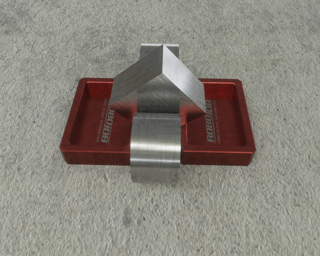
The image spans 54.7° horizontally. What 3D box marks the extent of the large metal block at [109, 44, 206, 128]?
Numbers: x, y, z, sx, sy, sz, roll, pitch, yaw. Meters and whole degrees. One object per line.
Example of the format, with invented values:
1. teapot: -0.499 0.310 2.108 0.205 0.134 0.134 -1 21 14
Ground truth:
1. large metal block: -0.002 -0.040 0.376 0.080 0.080 0.050 -27 43 31

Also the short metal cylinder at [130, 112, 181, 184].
1. short metal cylinder: -0.004 0.023 0.350 0.050 0.080 0.080 2 50 1

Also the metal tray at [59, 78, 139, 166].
1. metal tray: -0.071 -0.013 0.412 0.091 0.030 0.130 1 50 1

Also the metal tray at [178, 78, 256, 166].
1. metal tray: 0.069 -0.012 0.413 0.091 0.030 0.130 1 50 1

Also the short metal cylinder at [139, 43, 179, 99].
1. short metal cylinder: 0.000 -0.077 0.434 0.050 0.080 0.080 2 50 1
